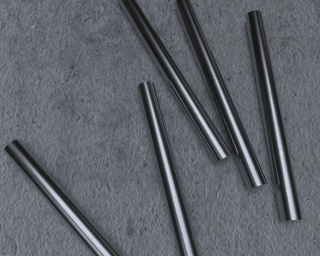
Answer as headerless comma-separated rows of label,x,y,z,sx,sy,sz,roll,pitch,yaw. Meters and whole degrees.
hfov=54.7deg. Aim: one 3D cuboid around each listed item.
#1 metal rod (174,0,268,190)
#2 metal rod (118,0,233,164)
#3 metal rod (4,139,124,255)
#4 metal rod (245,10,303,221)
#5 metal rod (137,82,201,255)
metal rod,0.077,-0.062,0.431,0.025,0.025,0.299,-16,71,-6
metal rod,0.012,-0.085,0.438,0.025,0.025,0.299,-26,72,-9
metal rod,-0.083,0.124,0.362,0.025,0.025,0.300,-43,76,-14
metal rod,0.150,-0.030,0.419,0.025,0.025,0.299,-3,70,-1
metal rod,0.016,0.079,0.379,0.025,0.025,0.299,-13,71,-5
